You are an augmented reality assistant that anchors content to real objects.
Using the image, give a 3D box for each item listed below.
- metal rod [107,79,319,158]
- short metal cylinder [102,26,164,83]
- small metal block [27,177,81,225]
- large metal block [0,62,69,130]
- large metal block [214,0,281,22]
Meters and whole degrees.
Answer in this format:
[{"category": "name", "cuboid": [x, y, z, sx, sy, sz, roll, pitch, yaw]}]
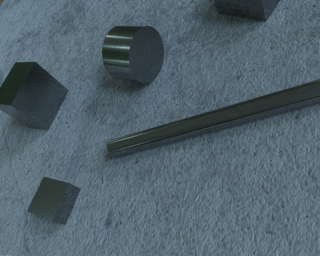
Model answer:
[{"category": "metal rod", "cuboid": [0.072, -0.011, 0.372, 0.301, 0.025, 0.025, -16, 55, 18]}, {"category": "short metal cylinder", "cuboid": [-0.038, -0.109, 0.455, 0.050, 0.080, 0.080, 14, 69, 34]}, {"category": "small metal block", "cuboid": [-0.143, 0.098, 0.419, 0.050, 0.025, 0.050, 6, 65, 30]}, {"category": "large metal block", "cuboid": [-0.211, -0.052, 0.511, 0.050, 0.080, 0.080, 6, 65, 31]}, {"category": "large metal block", "cuboid": [0.132, -0.207, 0.446, 0.080, 0.050, 0.080, 26, 76, 37]}]
